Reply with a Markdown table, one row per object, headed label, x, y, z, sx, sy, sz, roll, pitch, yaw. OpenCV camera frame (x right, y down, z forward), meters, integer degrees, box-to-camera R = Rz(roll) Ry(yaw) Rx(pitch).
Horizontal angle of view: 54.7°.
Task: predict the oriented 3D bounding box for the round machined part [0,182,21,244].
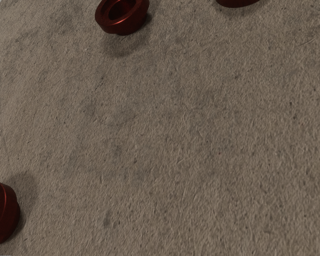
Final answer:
| label | x | y | z | sx | sy | sz | roll | pitch | yaw |
| --- | --- | --- | --- | --- | --- | --- | --- | --- | --- |
| round machined part | -0.240 | 0.127 | 0.438 | 0.098 | 0.042 | 0.098 | -13 | 56 | 20 |

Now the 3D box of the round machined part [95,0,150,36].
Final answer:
| label | x | y | z | sx | sy | sz | roll | pitch | yaw |
| --- | --- | --- | --- | --- | --- | --- | --- | --- | --- |
| round machined part | -0.062 | -0.203 | 0.548 | 0.098 | 0.042 | 0.098 | -13 | 56 | 20 |

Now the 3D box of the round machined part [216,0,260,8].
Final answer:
| label | x | y | z | sx | sy | sz | roll | pitch | yaw |
| --- | --- | --- | --- | --- | --- | --- | --- | --- | --- |
| round machined part | 0.125 | -0.234 | 0.471 | 0.098 | 0.042 | 0.098 | -13 | 56 | 20 |
